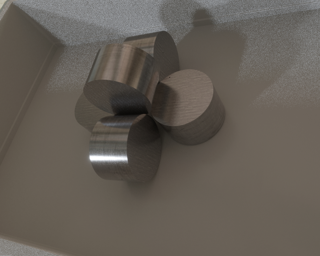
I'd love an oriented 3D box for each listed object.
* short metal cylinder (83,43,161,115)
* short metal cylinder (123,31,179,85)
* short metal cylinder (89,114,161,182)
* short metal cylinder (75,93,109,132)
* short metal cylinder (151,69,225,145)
[{"bbox_3d":[-0.044,-0.054,0.367,0.080,0.080,0.050,-1,61,28],"label":"short metal cylinder"},{"bbox_3d":[-0.012,-0.090,0.429,0.050,0.080,0.080,-1,61,27],"label":"short metal cylinder"},{"bbox_3d":[-0.039,0.024,0.374,0.050,0.080,0.080,-1,61,27],"label":"short metal cylinder"},{"bbox_3d":[-0.072,-0.024,0.440,0.080,0.050,0.080,-13,56,21],"label":"short metal cylinder"},{"bbox_3d":[0.034,-0.025,0.384,0.080,0.050,0.080,-13,56,21],"label":"short metal cylinder"}]
